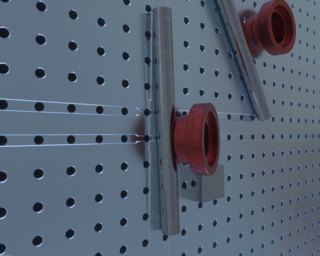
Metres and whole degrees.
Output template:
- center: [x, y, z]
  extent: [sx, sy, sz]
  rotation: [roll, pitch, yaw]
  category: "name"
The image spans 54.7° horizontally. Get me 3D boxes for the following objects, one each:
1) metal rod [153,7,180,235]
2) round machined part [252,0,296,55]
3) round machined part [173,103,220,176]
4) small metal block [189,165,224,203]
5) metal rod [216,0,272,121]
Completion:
- center: [0.009, -0.008, 0.415]
  extent: [0.025, 0.025, 0.298]
  rotation: [-4, 93, -40]
  category: "metal rod"
- center: [0.206, -0.182, 0.570]
  extent: [0.099, 0.042, 0.097]
  rotation: [0, 90, -40]
  category: "round machined part"
- center: [0.050, 0.015, 0.424]
  extent: [0.098, 0.042, 0.097]
  rotation: [-2, 90, -66]
  category: "round machined part"
- center: [0.071, 0.082, 0.469]
  extent: [0.050, 0.025, 0.050]
  rotation: [-2, 92, -40]
  category: "small metal block"
- center: [0.132, -0.145, 0.518]
  extent: [0.025, 0.025, 0.299]
  rotation: [-39, 114, -33]
  category: "metal rod"
